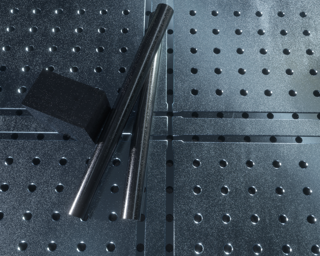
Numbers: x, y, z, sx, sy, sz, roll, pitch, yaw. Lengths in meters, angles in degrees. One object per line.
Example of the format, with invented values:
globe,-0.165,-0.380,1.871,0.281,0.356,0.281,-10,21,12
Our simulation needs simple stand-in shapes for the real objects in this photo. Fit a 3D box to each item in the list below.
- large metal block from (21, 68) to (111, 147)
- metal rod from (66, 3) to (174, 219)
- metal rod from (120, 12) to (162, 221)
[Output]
large metal block,-0.110,-0.021,0.389,0.080,0.080,0.050,21,72,7
metal rod,-0.046,-0.031,0.404,0.025,0.025,0.299,20,78,7
metal rod,-0.020,-0.030,0.422,0.025,0.025,0.299,6,70,2
